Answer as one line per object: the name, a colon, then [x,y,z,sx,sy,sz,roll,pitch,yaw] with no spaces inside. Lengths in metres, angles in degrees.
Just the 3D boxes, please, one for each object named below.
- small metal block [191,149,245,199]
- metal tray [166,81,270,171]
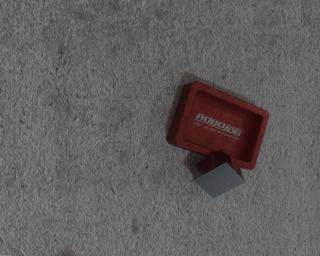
small metal block: [0.078,0.063,0.418,0.050,0.025,0.050,-33,123,19]
metal tray: [0.084,-0.001,0.437,0.131,0.030,0.090,20,83,-19]
